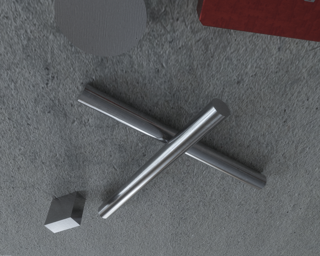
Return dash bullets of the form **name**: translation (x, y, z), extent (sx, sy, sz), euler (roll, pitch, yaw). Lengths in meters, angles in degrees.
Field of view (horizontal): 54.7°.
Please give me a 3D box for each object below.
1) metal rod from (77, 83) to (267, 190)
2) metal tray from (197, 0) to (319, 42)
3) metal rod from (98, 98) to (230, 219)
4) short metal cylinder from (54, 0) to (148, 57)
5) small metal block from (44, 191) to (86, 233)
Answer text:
- **metal rod**: translation (0.031, 0.021, 0.425), extent (0.301, 0.025, 0.025), euler (27, 125, -22)
- **metal tray**: translation (0.108, -0.136, 0.290), extent (0.131, 0.030, 0.089), euler (6, 130, -6)
- **metal rod**: translation (-0.014, 0.060, 0.432), extent (0.025, 0.025, 0.298), euler (26, 133, -21)
- **short metal cylinder**: translation (-0.052, -0.115, 0.292), extent (0.081, 0.050, 0.079), euler (0, 130, 0)
- **small metal block**: translation (-0.154, 0.137, 0.505), extent (0.050, 0.050, 0.025), euler (-20, 127, 16)
